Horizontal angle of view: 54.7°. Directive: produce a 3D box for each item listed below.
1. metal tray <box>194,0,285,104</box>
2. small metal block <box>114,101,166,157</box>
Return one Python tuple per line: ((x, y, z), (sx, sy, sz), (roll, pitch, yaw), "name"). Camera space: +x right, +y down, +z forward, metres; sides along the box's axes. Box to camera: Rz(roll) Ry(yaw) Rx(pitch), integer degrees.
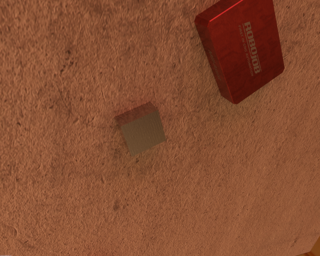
((0.107, -0.105, 0.399), (0.090, 0.030, 0.130), (-35, 129, -6), "metal tray")
((-0.024, 0.001, 0.396), (0.050, 0.025, 0.050), (-25, 128, -13), "small metal block")
